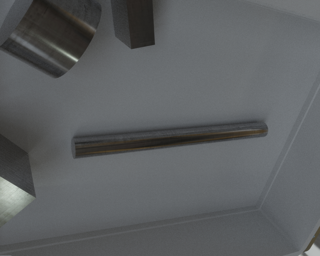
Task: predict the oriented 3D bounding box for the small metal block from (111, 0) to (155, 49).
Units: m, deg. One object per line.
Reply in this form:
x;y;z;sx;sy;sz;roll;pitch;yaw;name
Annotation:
-0.028;-0.112;0.309;0.025;0.050;0.050;-17;125;-19;small metal block

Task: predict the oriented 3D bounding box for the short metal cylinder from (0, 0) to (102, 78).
-0.096;-0.090;0.266;0.050;0.080;0.080;30;102;-38;short metal cylinder

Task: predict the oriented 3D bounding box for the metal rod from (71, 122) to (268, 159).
0.032;0.014;0.436;0.303;0.025;0.025;-5;121;-27;metal rod

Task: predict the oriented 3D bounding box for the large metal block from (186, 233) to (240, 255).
0.099;0.262;0.614;0.081;0.050;0.079;2;118;-30;large metal block

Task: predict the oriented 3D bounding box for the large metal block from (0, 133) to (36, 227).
-0.175;0.041;0.303;0.050;0.080;0.080;-40;130;-1;large metal block
